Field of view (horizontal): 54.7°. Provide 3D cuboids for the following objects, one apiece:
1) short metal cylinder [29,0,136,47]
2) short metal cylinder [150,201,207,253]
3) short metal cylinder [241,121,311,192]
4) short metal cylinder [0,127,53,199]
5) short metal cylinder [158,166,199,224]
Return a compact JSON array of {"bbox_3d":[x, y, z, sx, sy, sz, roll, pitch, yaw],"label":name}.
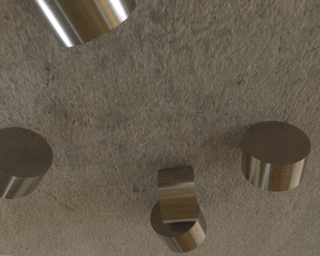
[{"bbox_3d":[-0.068,-0.115,0.272,0.080,0.080,0.050,-18,128,14],"label":"short metal cylinder"},{"bbox_3d":[0.031,0.152,0.501,0.080,0.080,0.050,-15,129,12],"label":"short metal cylinder"},{"bbox_3d":[0.148,0.035,0.404,0.080,0.080,0.050,-6,130,4],"label":"short metal cylinder"},{"bbox_3d":[-0.190,0.045,0.407,0.080,0.080,0.050,27,125,-22],"label":"short metal cylinder"},{"bbox_3d":[0.028,0.097,0.455,0.050,0.080,0.080,-7,130,5],"label":"short metal cylinder"}]
